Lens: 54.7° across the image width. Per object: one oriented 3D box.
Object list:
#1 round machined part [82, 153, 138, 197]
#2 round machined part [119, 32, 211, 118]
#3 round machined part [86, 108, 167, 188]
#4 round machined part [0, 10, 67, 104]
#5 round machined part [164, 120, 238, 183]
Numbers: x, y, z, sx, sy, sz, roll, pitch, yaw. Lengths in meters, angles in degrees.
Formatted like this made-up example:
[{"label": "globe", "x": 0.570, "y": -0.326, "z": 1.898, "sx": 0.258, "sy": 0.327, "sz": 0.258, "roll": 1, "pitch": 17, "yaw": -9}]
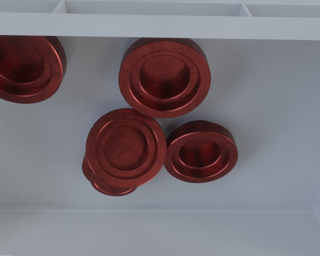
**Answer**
[{"label": "round machined part", "x": -0.064, "y": 0.062, "z": 0.450, "sx": 0.099, "sy": 0.042, "sz": 0.097, "roll": -1, "pitch": 130, "yaw": 0}, {"label": "round machined part", "x": 0.005, "y": -0.061, "z": 0.346, "sx": 0.099, "sy": 0.042, "sz": 0.097, "roll": -1, "pitch": 130, "yaw": 0}, {"label": "round machined part", "x": -0.044, "y": 0.025, "z": 0.396, "sx": 0.099, "sy": 0.042, "sz": 0.097, "roll": 1, "pitch": 86, "yaw": -11}, {"label": "round machined part", "x": -0.149, "y": -0.077, "z": 0.330, "sx": 0.099, "sy": 0.042, "sz": 0.097, "roll": -1, "pitch": 130, "yaw": 0}, {"label": "round machined part", "x": 0.053, "y": 0.028, "z": 0.423, "sx": 0.099, "sy": 0.042, "sz": 0.097, "roll": -1, "pitch": 130, "yaw": 0}]
